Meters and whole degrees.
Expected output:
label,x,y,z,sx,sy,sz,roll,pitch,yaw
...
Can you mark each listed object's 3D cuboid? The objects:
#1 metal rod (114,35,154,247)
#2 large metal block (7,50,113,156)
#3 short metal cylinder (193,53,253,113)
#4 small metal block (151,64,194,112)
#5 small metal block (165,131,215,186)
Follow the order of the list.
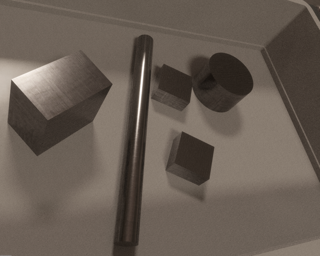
label,x,y,z,sx,sy,sz,roll,pitch,yaw
metal rod,-0.029,-0.008,0.396,0.025,0.025,0.300,16,55,-20
large metal block,-0.108,-0.026,0.329,0.050,0.080,0.080,48,51,4
short metal cylinder,0.098,-0.071,0.488,0.081,0.050,0.080,14,56,-21
small metal block,0.019,-0.059,0.453,0.050,0.025,0.050,22,53,-15
small metal block,0.040,0.040,0.405,0.050,0.025,0.050,26,52,-13
